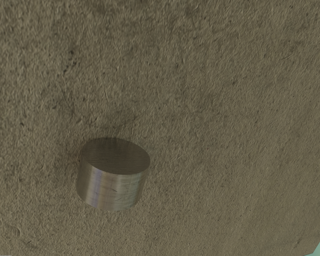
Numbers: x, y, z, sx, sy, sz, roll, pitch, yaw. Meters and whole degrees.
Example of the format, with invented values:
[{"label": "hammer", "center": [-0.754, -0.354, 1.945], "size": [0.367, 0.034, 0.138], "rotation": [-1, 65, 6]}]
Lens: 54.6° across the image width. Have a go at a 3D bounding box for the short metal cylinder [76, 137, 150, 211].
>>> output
[{"label": "short metal cylinder", "center": [-0.056, 0.053, 0.373], "size": [0.081, 0.080, 0.050], "rotation": [1, 118, -29]}]
